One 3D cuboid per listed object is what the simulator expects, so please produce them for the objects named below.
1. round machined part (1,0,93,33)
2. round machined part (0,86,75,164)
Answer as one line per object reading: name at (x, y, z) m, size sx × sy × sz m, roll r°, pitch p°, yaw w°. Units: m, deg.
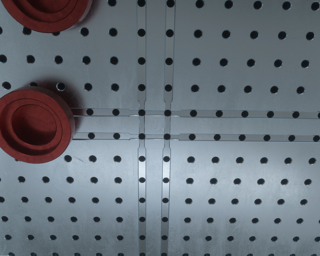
round machined part at (-0.123, -0.157, 0.345) m, size 0.099 × 0.042 × 0.097 m, roll 0°, pitch 110°, yaw -1°
round machined part at (-0.159, -0.006, 0.400) m, size 0.099 × 0.042 × 0.097 m, roll 0°, pitch 110°, yaw -1°
